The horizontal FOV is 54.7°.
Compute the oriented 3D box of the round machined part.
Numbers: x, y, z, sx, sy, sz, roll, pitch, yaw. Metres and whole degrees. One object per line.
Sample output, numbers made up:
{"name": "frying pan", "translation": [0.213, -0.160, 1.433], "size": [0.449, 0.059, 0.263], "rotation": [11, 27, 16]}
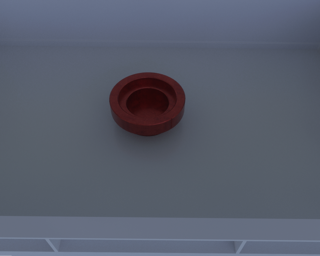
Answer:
{"name": "round machined part", "translation": [-0.016, -0.027, 0.417], "size": [0.099, 0.042, 0.098], "rotation": [0, 50, 0]}
